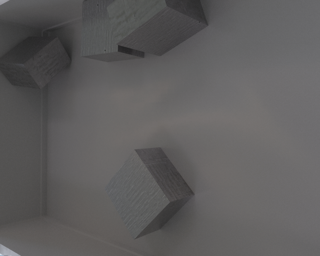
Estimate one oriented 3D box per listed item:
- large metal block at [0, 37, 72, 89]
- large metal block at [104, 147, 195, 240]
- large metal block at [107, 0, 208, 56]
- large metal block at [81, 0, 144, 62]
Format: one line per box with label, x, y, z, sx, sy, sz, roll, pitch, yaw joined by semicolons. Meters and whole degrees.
large metal block;-0.218;-0.115;0.538;0.080;0.080;0.050;11;141;32
large metal block;-0.016;0.083;0.404;0.080;0.050;0.080;-52;60;27
large metal block;-0.003;-0.134;0.373;0.080;0.081;0.050;-24;75;37
large metal block;-0.068;-0.142;0.447;0.080;0.050;0.079;5;93;40
